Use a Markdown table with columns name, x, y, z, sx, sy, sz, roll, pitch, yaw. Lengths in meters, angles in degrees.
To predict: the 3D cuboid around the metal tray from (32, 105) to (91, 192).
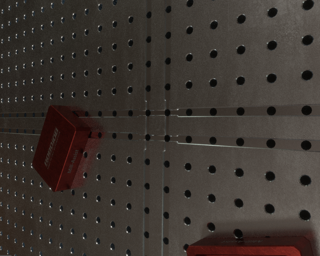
| name | x | y | z | sx | sy | sz | roll | pitch | yaw |
| --- | --- | --- | --- | --- | --- | --- | --- | --- | --- |
| metal tray | -0.178 | 0.035 | 0.550 | 0.090 | 0.030 | 0.129 | 36 | 112 | 34 |

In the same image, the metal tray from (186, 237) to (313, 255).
| name | x | y | z | sx | sy | sz | roll | pitch | yaw |
| --- | --- | --- | --- | --- | --- | --- | --- | --- | --- |
| metal tray | 0.096 | 0.165 | 0.325 | 0.130 | 0.030 | 0.090 | -18 | 79 | 38 |
